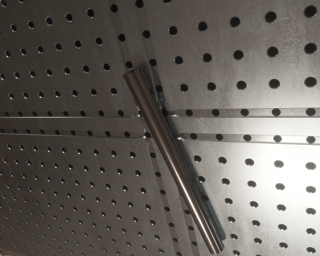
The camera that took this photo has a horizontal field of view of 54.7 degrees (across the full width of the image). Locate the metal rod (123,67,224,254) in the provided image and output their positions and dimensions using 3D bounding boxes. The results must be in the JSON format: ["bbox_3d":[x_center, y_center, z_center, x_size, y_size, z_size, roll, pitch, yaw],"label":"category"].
[{"bbox_3d":[0.026,0.057,0.431,0.025,0.025,0.299,-13,112,33],"label":"metal rod"}]
